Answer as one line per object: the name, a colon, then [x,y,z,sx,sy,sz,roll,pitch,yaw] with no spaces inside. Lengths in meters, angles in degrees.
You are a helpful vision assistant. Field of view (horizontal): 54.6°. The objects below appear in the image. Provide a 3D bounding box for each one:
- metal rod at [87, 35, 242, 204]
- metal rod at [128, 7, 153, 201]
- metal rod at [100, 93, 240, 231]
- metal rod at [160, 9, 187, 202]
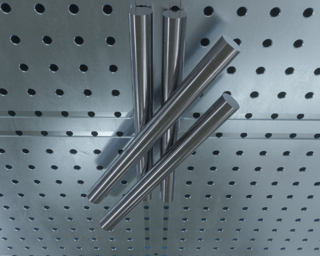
metal rod: [-0.013,0.009,0.387,0.025,0.025,0.299,28,125,-22]
metal rod: [-0.022,-0.004,0.408,0.025,0.025,0.298,0,130,-1]
metal rod: [-0.003,0.064,0.432,0.025,0.025,0.299,28,125,-22]
metal rod: [0.013,-0.002,0.410,0.025,0.025,0.298,0,130,-1]
